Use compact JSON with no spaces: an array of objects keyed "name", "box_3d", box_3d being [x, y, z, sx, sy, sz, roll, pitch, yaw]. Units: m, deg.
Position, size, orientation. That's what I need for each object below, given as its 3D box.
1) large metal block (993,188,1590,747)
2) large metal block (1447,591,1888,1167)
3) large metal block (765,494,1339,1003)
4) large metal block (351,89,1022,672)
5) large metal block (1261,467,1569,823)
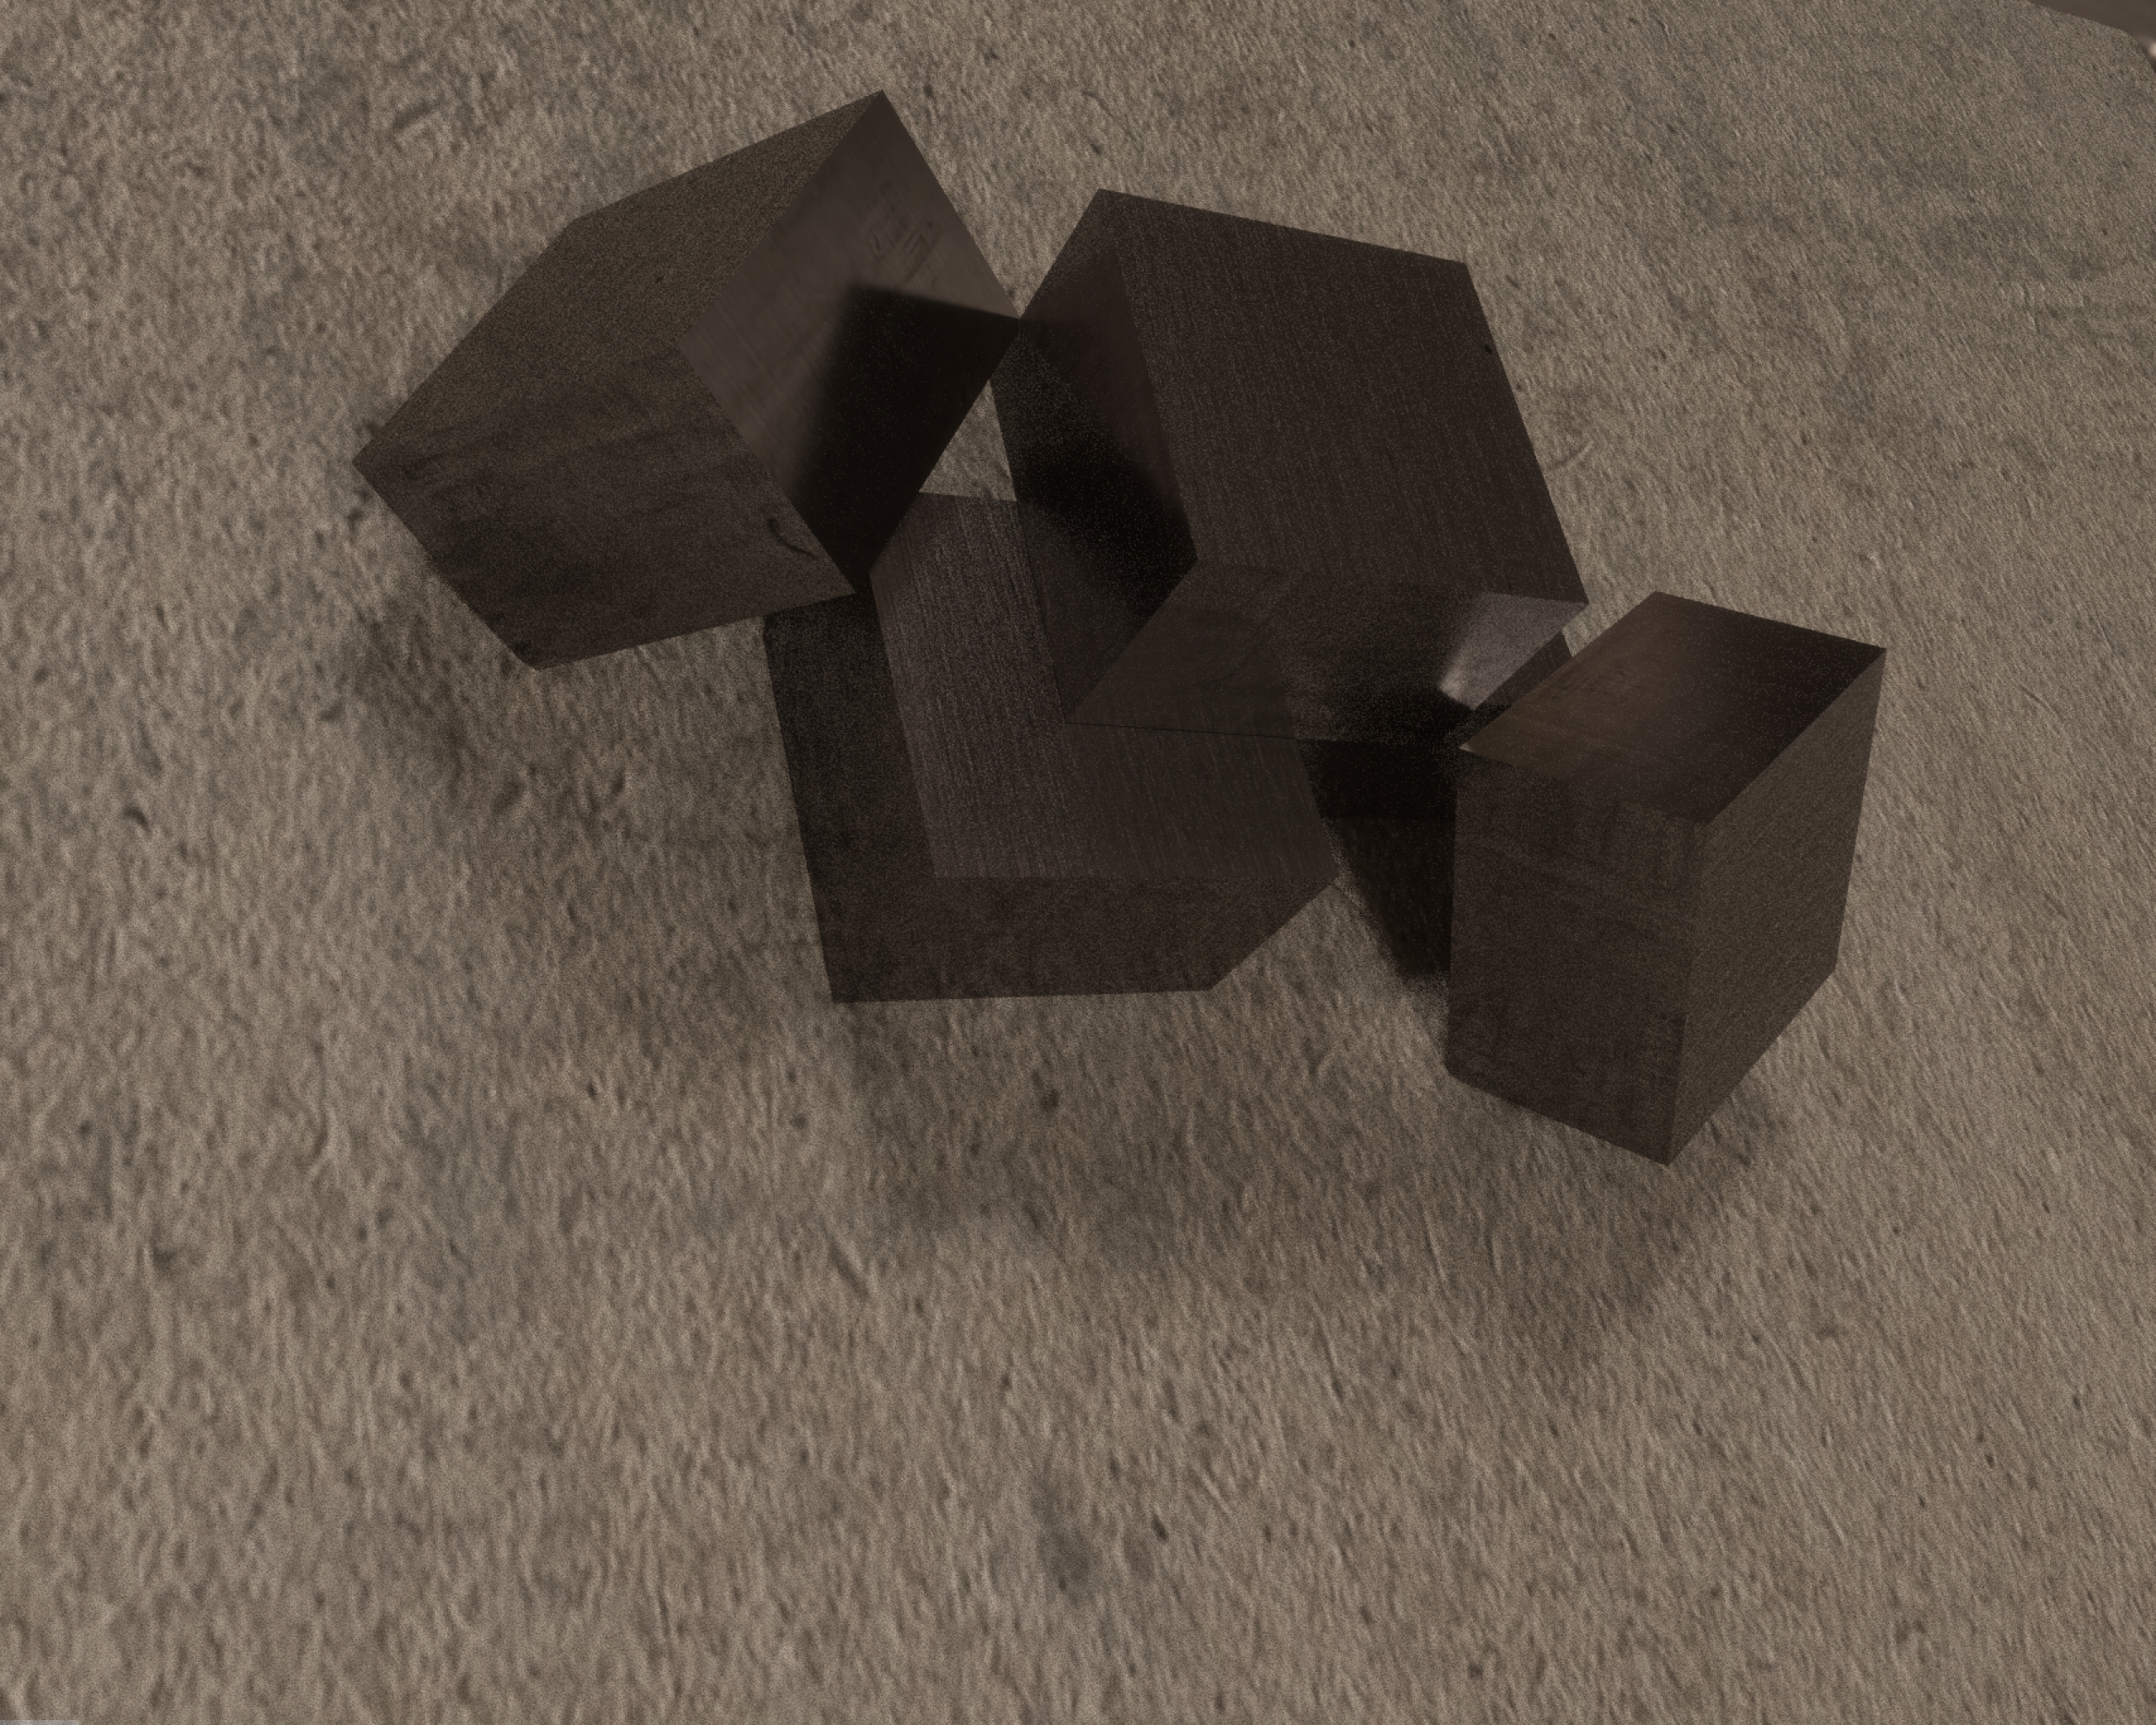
[{"name":"large metal block","box_3d":[0.037,-0.070,0.387,0.081,0.050,0.080,2,61,-28]},{"name":"large metal block","box_3d":[0.120,0.001,0.428,0.050,0.079,0.081,22,41,34]},{"name":"large metal block","box_3d":[-0.007,-0.021,0.397,0.081,0.050,0.080,0,62,-29]},{"name":"large metal block","box_3d":[-0.068,-0.086,0.378,0.050,0.080,0.080,55,43,-33]},{"name":"large metal block","box_3d":[0.053,-0.056,0.454,0.081,0.050,0.080,0,62,-29]}]
